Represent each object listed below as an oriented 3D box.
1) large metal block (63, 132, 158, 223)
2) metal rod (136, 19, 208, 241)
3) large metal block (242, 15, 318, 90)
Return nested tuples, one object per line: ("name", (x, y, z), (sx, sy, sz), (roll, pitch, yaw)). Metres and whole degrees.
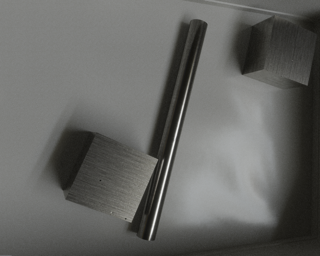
("large metal block", (-0.061, 0.057, 0.376), (0.080, 0.050, 0.080), (26, 81, -19))
("metal rod", (0.018, -0.001, 0.418), (0.025, 0.025, 0.299), (16, 85, -20))
("large metal block", (0.179, -0.110, 0.465), (0.081, 0.050, 0.080), (15, 85, -20))
